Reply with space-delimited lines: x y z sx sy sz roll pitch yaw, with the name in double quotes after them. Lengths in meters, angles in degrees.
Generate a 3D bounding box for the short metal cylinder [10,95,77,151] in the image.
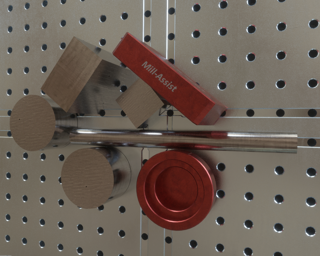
-0.172 -0.007 0.459 0.080 0.050 0.080 0 90 20 "short metal cylinder"

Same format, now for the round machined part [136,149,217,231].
0.023 0.076 0.395 0.098 0.042 0.097 0 90 20 "round machined part"

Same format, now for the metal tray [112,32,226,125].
0.015 -0.056 0.372 0.130 0.090 0.030 42 103 15 "metal tray"

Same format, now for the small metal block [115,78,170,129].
-0.023 -0.034 0.421 0.050 0.025 0.050 -41 77 15 "small metal block"

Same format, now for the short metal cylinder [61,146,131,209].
-0.088 0.066 0.430 0.080 0.050 0.080 0 90 20 "short metal cylinder"

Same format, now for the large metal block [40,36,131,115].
-0.097 -0.066 0.418 0.050 0.080 0.080 40 103 15 "large metal block"

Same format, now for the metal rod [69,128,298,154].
0.016 0.015 0.407 0.301 0.025 0.025 1 90 19 "metal rod"
